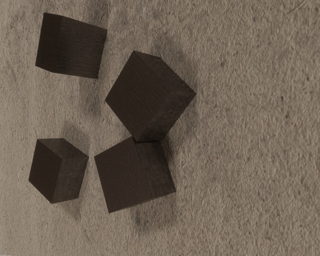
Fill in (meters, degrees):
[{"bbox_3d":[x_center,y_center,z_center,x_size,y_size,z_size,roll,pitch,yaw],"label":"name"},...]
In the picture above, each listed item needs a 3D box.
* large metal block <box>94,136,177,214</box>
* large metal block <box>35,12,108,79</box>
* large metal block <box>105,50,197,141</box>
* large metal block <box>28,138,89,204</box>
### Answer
[{"bbox_3d":[-0.035,0.061,0.415,0.080,0.050,0.080,-28,73,36],"label":"large metal block"},{"bbox_3d":[-0.136,-0.125,0.479,0.050,0.081,0.079,23,105,37],"label":"large metal block"},{"bbox_3d":[-0.015,-0.040,0.399,0.080,0.050,0.080,50,119,28],"label":"large metal block"},{"bbox_3d":[-0.175,0.070,0.530,0.080,0.050,0.079,27,107,36],"label":"large metal block"}]
